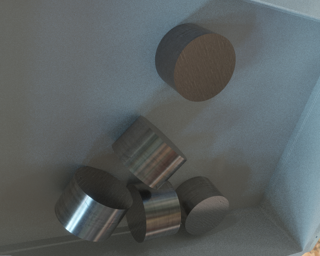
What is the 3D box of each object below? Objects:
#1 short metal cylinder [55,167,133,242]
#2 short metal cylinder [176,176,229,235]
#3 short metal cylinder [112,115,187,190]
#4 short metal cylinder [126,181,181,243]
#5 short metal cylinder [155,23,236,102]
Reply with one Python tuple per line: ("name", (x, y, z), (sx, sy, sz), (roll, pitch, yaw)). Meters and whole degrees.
("short metal cylinder", (-0.081, 0.093, 0.386), (0.080, 0.080, 0.050), (24, 105, -37))
("short metal cylinder", (0.064, 0.126, 0.506), (0.081, 0.050, 0.079), (-14, 124, -21))
("short metal cylinder", (-0.013, 0.030, 0.384), (0.050, 0.080, 0.080), (-46, 129, 4))
("short metal cylinder", (-0.012, 0.115, 0.437), (0.050, 0.080, 0.079), (-5, 121, -26))
("short metal cylinder", (0.041, -0.078, 0.367), (0.081, 0.050, 0.079), (-14, 124, -21))
